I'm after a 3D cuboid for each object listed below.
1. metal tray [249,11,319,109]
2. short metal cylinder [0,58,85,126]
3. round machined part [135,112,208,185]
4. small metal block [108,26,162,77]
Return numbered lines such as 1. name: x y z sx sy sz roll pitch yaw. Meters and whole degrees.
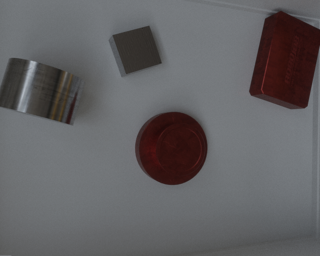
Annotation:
1. metal tray: 0.197 -0.103 0.483 0.091 0.030 0.129 15 85 -20
2. short metal cylinder: -0.127 -0.037 0.335 0.081 0.080 0.050 16 85 -20
3. round machined part: 0.020 0.027 0.410 0.099 0.042 0.097 0 90 -21
4. small metal block: -0.032 -0.098 0.399 0.050 0.025 0.050 -21 97 -19
